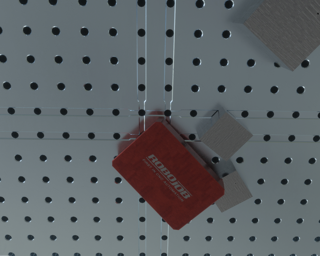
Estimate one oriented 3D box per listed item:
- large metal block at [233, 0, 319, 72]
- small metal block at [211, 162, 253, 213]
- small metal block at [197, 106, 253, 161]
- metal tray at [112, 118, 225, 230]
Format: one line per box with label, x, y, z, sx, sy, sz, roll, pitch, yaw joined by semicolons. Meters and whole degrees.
large metal block;0.146;-0.125;0.356;0.080;0.050;0.080;38;105;-13
small metal block;0.097;0.086;0.447;0.050;0.025;0.050;-31;108;10
small metal block;0.087;0.008;0.418;0.050;0.025;0.050;39;105;-14
metal tray;0.012;0.062;0.420;0.090;0.030;0.130;-42;93;13
